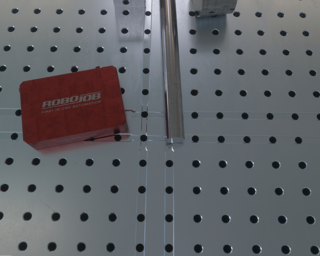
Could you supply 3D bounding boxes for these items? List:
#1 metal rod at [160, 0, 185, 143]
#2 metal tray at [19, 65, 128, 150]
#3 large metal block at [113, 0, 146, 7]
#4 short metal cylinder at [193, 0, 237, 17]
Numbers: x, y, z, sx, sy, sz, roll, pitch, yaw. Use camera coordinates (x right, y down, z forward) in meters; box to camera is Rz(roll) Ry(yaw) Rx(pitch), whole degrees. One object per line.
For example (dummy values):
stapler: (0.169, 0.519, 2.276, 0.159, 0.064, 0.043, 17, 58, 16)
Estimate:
metal rod: (0.015, -0.124, 0.457, 0.025, 0.025, 0.299, -2, 70, -1)
metal tray: (-0.115, -0.028, 0.419, 0.131, 0.030, 0.090, -11, 70, -4)
large metal block: (-0.049, -0.244, 0.472, 0.050, 0.080, 0.080, -1, 70, -1)
short metal cylinder: (0.079, -0.209, 0.460, 0.050, 0.080, 0.080, -8, 70, -3)
